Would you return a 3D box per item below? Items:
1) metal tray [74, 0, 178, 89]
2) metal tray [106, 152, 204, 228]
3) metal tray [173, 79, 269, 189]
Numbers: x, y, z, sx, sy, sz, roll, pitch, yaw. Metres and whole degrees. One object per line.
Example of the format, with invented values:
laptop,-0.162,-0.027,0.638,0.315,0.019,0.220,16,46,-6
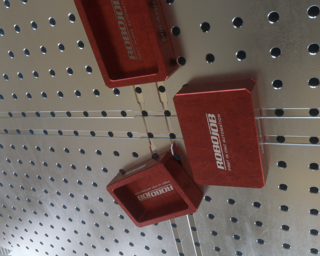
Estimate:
metal tray,-0.041,-0.115,0.358,0.090,0.030,0.129,-4,117,30
metal tray,-0.011,0.099,0.475,0.130,0.030,0.090,-29,103,37
metal tray,0.075,0.010,0.375,0.090,0.030,0.129,-2,118,29
